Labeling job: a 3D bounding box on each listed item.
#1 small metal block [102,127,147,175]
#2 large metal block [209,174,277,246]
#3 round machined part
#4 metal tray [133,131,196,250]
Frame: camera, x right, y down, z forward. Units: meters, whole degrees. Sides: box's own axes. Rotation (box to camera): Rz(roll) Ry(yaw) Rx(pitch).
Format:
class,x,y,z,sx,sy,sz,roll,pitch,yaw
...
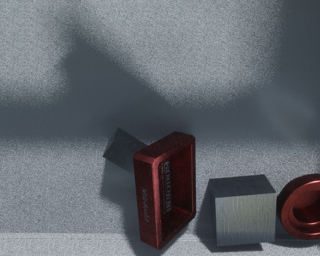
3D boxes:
class,x,y,z,sx,sy,sz,roll,pitch,yaw
small metal block,-0.044,0.031,0.409,0.050,0.050,0.025,33,107,-12
large metal block,0.116,0.117,0.443,0.080,0.050,0.079,-5,110,1
round machined part,0.215,0.108,0.445,0.099,0.042,0.097,0,110,-1
metal tray,0.011,0.079,0.406,0.030,0.091,0.129,13,115,36
